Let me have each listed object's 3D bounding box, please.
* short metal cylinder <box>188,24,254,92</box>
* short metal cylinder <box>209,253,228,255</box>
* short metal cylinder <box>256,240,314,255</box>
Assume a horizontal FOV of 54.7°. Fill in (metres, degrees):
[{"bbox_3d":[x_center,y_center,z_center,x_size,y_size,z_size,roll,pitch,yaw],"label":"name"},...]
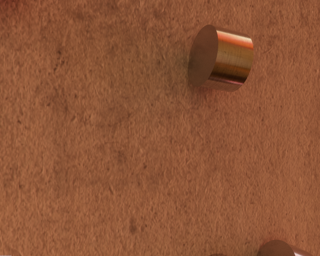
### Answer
[{"bbox_3d":[0.078,-0.091,0.410,0.050,0.080,0.080,7,88,-20],"label":"short metal cylinder"},{"bbox_3d":[0.089,0.224,0.431,0.081,0.050,0.079,0,90,-21],"label":"short metal cylinder"},{"bbox_3d":[0.184,0.211,0.450,0.050,0.080,0.080,28,81,-18],"label":"short metal cylinder"}]
